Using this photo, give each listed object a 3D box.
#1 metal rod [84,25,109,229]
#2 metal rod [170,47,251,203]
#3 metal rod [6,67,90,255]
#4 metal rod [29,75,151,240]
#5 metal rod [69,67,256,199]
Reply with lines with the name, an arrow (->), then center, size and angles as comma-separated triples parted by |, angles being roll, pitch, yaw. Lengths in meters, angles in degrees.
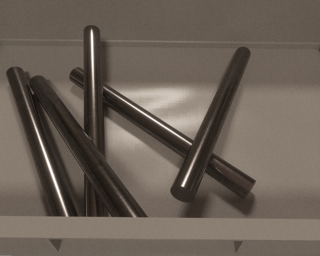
metal rod -> -0.085, -0.024, 0.400 | 0.025, 0.025, 0.299 | -6, 58, -5
metal rod -> 0.079, -0.029, 0.407 | 0.025, 0.025, 0.301 | 18, 45, 14
metal rod -> -0.151, 0.019, 0.387 | 0.025, 0.025, 0.300 | -22, 54, -18
metal rod -> -0.100, 0.008, 0.358 | 0.025, 0.025, 0.300 | -27, 44, -21
metal rod -> -0.013, -0.006, 0.409 | 0.300, 0.025, 0.025 | 33, 57, 24
